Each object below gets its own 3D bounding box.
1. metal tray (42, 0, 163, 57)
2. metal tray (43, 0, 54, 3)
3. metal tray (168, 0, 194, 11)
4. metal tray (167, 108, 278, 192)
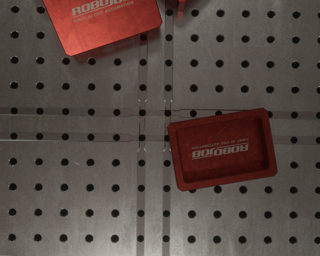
[{"bbox_3d":[-0.072,-0.155,0.393,0.131,0.030,0.090,-19,113,0],"label":"metal tray"},{"bbox_3d":[-0.150,-0.247,0.408,0.090,0.030,0.130,-30,90,-1],"label":"metal tray"},{"bbox_3d":[0.015,-0.235,0.411,0.090,0.030,0.130,-44,91,-1],"label":"metal tray"},{"bbox_3d":[0.081,0.028,0.411,0.131,0.030,0.089,-9,90,-1],"label":"metal tray"}]
